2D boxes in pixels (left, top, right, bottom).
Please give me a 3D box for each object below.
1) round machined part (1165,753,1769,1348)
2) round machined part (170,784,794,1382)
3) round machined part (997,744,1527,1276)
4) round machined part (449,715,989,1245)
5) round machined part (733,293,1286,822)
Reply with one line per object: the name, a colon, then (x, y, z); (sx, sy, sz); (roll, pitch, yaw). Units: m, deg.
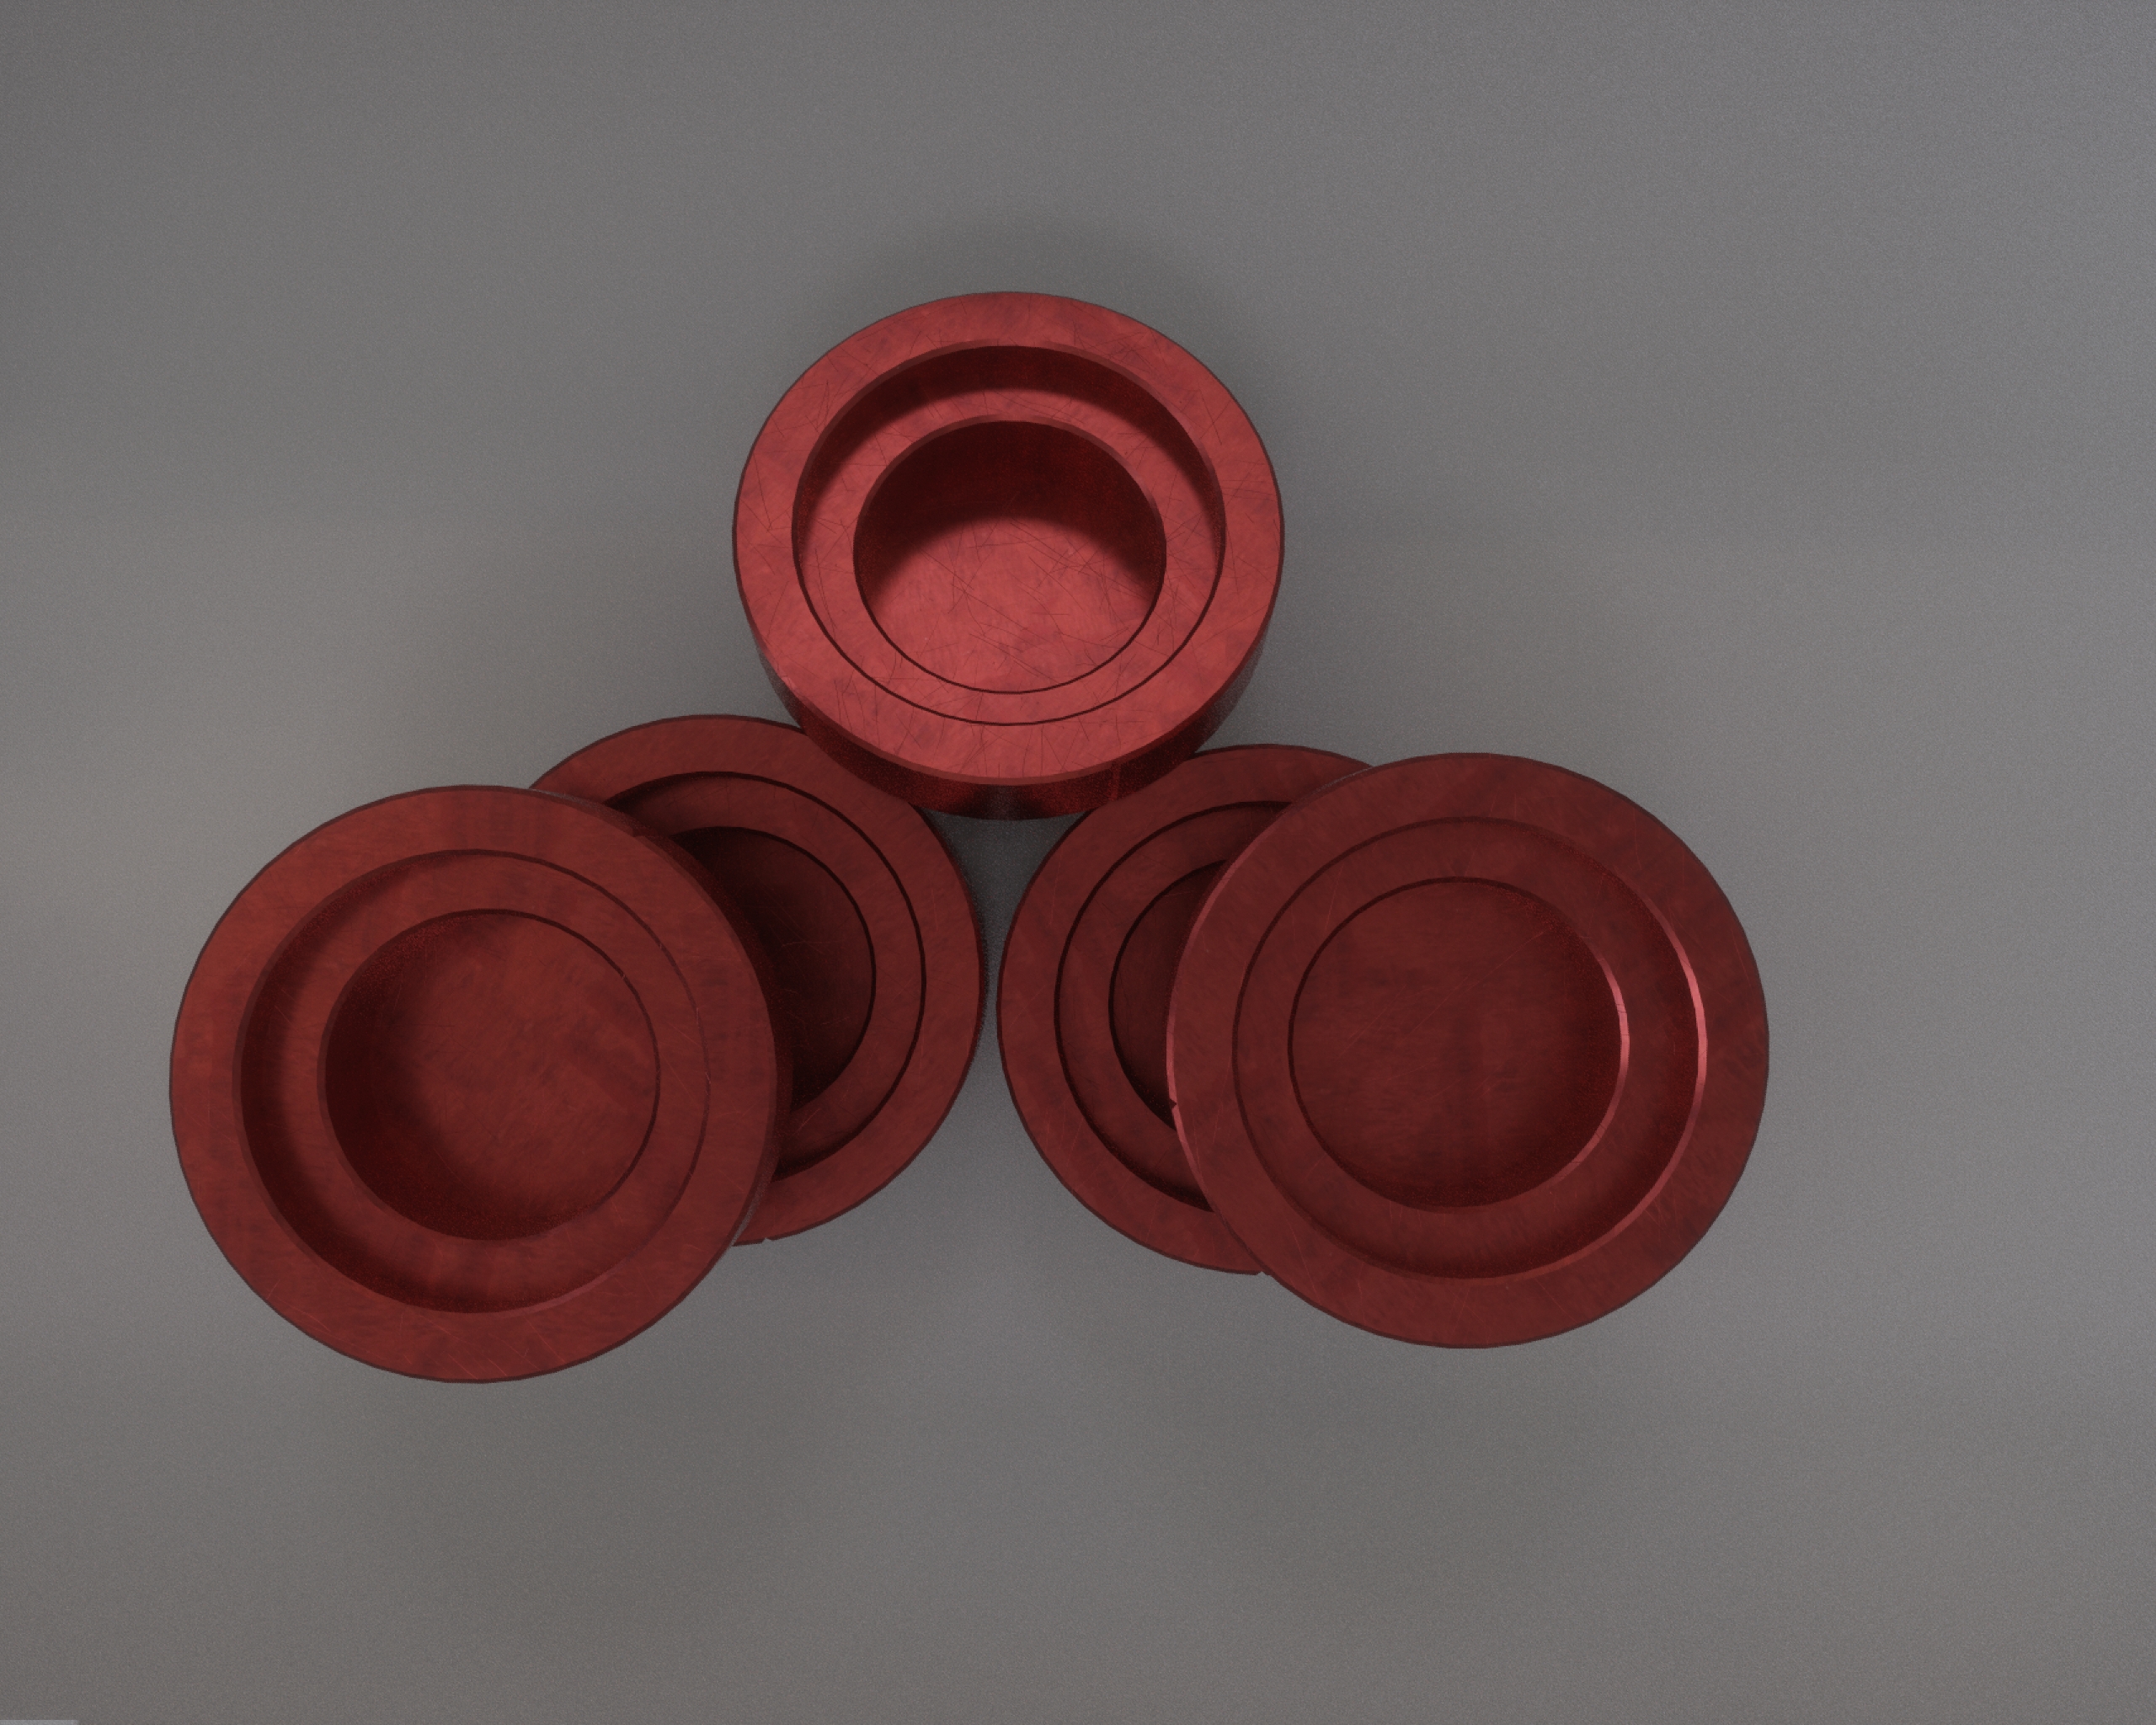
round machined part: (0.064, 0.031, 0.360); (0.099, 0.042, 0.097); (0, 90, 0)
round machined part: (-0.098, 0.036, 0.359); (0.099, 0.042, 0.097); (0, 90, 0)
round machined part: (0.034, 0.027, 0.402); (0.099, 0.042, 0.097); (0, 90, 0)
round machined part: (-0.066, 0.022, 0.401); (0.099, 0.042, 0.097); (0, 90, 0)
round machined part: (-0.013, -0.053, 0.391); (0.099, 0.042, 0.098); (1, 72, -1)
